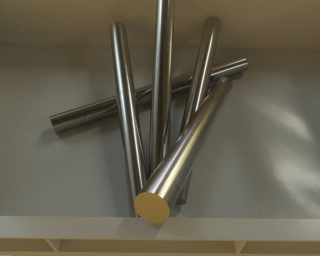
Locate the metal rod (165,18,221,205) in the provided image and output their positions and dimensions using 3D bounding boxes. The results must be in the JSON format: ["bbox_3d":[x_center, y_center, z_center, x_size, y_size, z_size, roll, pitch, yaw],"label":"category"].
[{"bbox_3d":[0.051,-0.044,0.418,0.025,0.025,0.300,10,58,8],"label":"metal rod"}]

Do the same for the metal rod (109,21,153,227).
[{"bbox_3d":[-0.042,-0.027,0.399,0.025,0.025,0.299,-7,59,-6],"label":"metal rod"}]

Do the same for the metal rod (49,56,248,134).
[{"bbox_3d":[-0.004,-0.053,0.449,0.302,0.025,0.025,-20,53,-17],"label":"metal rod"}]

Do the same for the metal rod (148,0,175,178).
[{"bbox_3d":[0.004,-0.085,0.400,0.025,0.025,0.299,2,74,1],"label":"metal rod"}]

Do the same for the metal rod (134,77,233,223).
[{"bbox_3d":[0.045,-0.006,0.333,0.025,0.025,0.301,17,28,14],"label":"metal rod"}]
